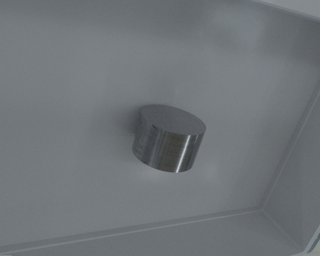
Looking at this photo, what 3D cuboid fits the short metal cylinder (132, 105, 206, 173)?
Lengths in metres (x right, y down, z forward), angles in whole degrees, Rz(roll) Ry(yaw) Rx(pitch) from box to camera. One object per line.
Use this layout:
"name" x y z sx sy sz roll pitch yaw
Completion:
"short metal cylinder" 0.010 0.011 0.381 0.081 0.080 0.050 2 118 -29
